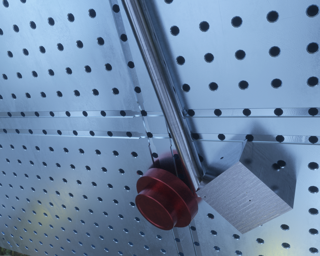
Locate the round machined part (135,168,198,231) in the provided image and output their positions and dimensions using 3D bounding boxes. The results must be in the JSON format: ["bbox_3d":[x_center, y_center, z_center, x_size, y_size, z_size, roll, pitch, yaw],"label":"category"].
[{"bbox_3d":[0.003,0.110,0.452,0.098,0.042,0.097,25,137,26],"label":"round machined part"}]

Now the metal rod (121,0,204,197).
[{"bbox_3d":[0.008,-0.041,0.381,0.025,0.025,0.299,-7,115,31],"label":"metal rod"}]

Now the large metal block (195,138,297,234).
[{"bbox_3d":[0.106,0.073,0.385,0.080,0.050,0.080,42,129,-1],"label":"large metal block"}]
